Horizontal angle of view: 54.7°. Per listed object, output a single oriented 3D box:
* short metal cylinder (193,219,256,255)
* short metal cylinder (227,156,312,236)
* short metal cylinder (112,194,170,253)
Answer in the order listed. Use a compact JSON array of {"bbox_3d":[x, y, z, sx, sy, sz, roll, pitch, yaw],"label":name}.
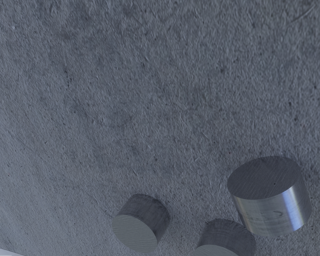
[{"bbox_3d":[0.095,0.181,0.452,0.080,0.050,0.079,13,124,21],"label":"short metal cylinder"},{"bbox_3d":[0.123,0.075,0.352,0.080,0.080,0.050,-12,112,33],"label":"short metal cylinder"},{"bbox_3d":[-0.030,0.154,0.502,0.080,0.050,0.079,13,124,21],"label":"short metal cylinder"}]
